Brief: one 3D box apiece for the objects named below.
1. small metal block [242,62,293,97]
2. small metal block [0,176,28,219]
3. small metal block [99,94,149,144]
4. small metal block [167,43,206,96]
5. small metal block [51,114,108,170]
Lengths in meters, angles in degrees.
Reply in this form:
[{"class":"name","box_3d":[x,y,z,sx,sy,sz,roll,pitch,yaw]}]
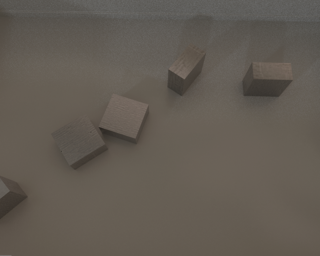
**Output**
[{"class":"small metal block","box_3d":[0.145,-0.065,0.422,0.050,0.050,0.025,1,70,0]},{"class":"small metal block","box_3d":[-0.193,0.085,0.363,0.050,0.050,0.025,-41,75,-14]},{"class":"small metal block","box_3d":[-0.047,-0.012,0.413,0.050,0.025,0.050,18,71,6]},{"class":"small metal block","box_3d":[0.036,-0.079,0.426,0.025,0.050,0.050,35,74,11]},{"class":"small metal block","box_3d":[-0.104,0.018,0.402,0.050,0.025,0.050,-32,74,-11]}]
